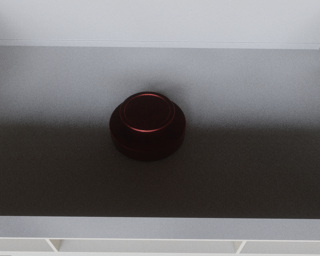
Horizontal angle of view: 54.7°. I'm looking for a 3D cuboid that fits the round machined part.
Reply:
[{"bbox_3d":[-0.016,-0.009,0.397,0.099,0.042,0.098,0,50,0],"label":"round machined part"}]
